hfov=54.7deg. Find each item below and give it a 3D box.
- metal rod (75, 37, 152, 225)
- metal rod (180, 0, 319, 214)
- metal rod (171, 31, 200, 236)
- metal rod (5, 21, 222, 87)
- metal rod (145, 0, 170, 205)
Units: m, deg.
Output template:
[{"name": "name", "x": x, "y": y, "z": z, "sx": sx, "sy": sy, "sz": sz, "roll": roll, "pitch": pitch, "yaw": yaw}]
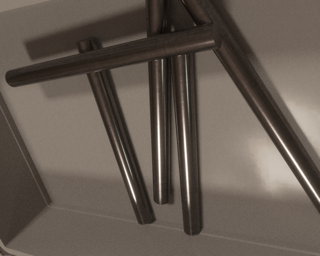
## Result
[{"name": "metal rod", "x": -0.059, "y": 0.020, "z": 0.450, "sx": 0.025, "sy": 0.025, "sz": 0.298, "roll": 0, "pitch": 118, "yaw": 28}, {"name": "metal rod", "x": 0.116, "y": -0.018, "z": 0.335, "sx": 0.025, "sy": 0.025, "sz": 0.299, "roll": -28, "pitch": 104, "yaw": 37}, {"name": "metal rod", "x": 0.035, "y": 0.027, "z": 0.405, "sx": 0.025, "sy": 0.025, "sz": 0.298, "roll": 8, "pitch": 122, "yaw": 23}, {"name": "metal rod", "x": -0.077, "y": -0.079, "z": 0.364, "sx": 0.300, "sy": 0.025, "sz": 0.025, "roll": -4, "pitch": 117, "yaw": 29}, {"name": "metal rod", "x": 0.000, "y": -0.020, "z": 0.395, "sx": 0.025, "sy": 0.025, "sz": 0.298, "roll": 12, "pitch": 124, "yaw": 21}]
